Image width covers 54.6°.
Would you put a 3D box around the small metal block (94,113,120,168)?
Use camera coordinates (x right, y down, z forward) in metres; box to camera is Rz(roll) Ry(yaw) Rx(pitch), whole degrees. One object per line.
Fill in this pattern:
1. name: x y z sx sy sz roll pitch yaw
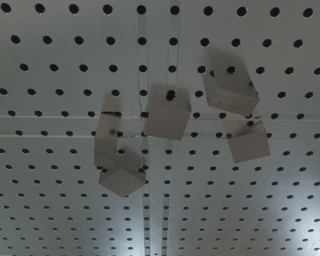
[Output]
1. small metal block: -0.070 0.016 0.408 0.025 0.050 0.050 7 130 -6

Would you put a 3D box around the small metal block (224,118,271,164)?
1. small metal block: 0.121 0.018 0.428 0.050 0.025 0.050 -15 129 12

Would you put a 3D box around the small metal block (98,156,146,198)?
1. small metal block: -0.057 0.076 0.475 0.050 0.025 0.050 -35 122 26

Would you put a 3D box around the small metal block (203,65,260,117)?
1. small metal block: 0.081 -0.043 0.359 0.050 0.050 0.025 14 129 -12

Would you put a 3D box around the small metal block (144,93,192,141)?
1. small metal block: 0.009 -0.013 0.400 0.050 0.025 0.050 10 130 -8
